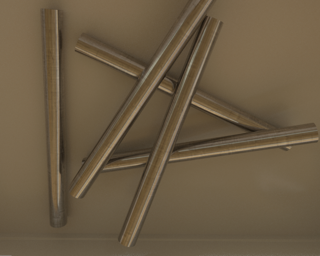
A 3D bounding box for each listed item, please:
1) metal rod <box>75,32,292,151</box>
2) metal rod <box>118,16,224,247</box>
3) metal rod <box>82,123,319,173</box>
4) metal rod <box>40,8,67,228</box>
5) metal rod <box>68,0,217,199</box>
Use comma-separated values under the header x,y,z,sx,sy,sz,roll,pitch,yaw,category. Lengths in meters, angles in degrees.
x,y,z,sx,sy,sz,roll,pitch,yaw,category
0.039,-0.042,0.396,0.301,0.025,0.025,24,108,-9,metal rod
0.008,0.014,0.381,0.025,0.025,0.298,19,102,-7,metal rod
0.044,0.030,0.405,0.301,0.025,0.025,-9,110,10,metal rod
-0.138,0.002,0.410,0.025,0.025,0.298,5,110,-2,metal rod
-0.029,-0.032,0.371,0.025,0.025,0.299,32,107,-11,metal rod
